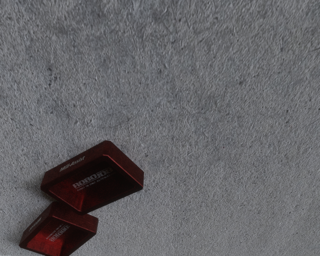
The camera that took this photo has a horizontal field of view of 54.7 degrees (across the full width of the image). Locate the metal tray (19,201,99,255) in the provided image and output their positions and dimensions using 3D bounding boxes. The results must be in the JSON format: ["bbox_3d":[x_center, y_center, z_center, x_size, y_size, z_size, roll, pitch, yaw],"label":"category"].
[{"bbox_3d":[-0.185,0.191,0.564,0.090,0.030,0.129,32,123,-24],"label":"metal tray"}]

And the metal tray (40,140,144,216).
[{"bbox_3d":[-0.101,0.080,0.470,0.130,0.030,0.090,-27,125,21],"label":"metal tray"}]
